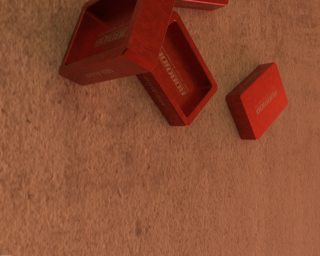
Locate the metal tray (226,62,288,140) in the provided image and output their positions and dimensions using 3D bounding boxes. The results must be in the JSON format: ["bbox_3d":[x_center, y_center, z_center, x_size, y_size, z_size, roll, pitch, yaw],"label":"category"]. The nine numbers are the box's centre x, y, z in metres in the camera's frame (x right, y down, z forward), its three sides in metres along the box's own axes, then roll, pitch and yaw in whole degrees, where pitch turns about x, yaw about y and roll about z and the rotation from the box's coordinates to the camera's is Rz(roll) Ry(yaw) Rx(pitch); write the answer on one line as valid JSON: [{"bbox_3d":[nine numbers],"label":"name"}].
[{"bbox_3d":[0.177,-0.049,0.553,0.131,0.030,0.090,-40,115,-33],"label":"metal tray"}]

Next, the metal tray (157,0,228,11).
[{"bbox_3d":[0.041,-0.219,0.437,0.131,0.030,0.089,-13,99,-39],"label":"metal tray"}]

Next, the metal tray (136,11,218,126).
[{"bbox_3d":[0.019,-0.077,0.419,0.090,0.030,0.130,-50,120,-28],"label":"metal tray"}]

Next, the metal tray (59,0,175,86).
[{"bbox_3d":[-0.045,-0.093,0.300,0.030,0.130,0.090,26,74,-38],"label":"metal tray"}]
